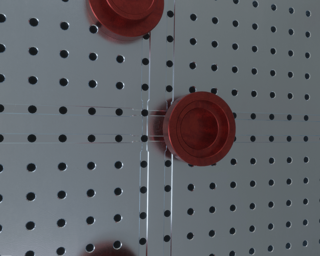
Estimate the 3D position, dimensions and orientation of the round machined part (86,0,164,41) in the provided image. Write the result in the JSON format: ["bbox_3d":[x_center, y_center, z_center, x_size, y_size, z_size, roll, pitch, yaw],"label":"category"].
[{"bbox_3d":[-0.040,-0.164,0.388,0.099,0.042,0.097,0,90,-20],"label":"round machined part"}]

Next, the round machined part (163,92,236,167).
[{"bbox_3d":[0.049,0.001,0.421,0.099,0.042,0.097,0,90,-20],"label":"round machined part"}]
